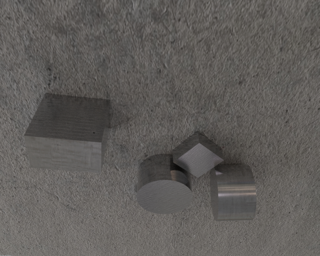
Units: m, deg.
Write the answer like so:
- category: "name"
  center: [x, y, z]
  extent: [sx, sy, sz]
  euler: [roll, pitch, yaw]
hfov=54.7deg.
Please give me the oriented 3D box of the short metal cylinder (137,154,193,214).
- category: "short metal cylinder"
  center: [0.007, 0.084, 0.463]
  extent: [0.081, 0.050, 0.079]
  euler: [0, 130, 0]

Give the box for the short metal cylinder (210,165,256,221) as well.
- category: "short metal cylinder"
  center: [0.104, 0.094, 0.452]
  extent: [0.050, 0.080, 0.079]
  euler: [-2, 130, 1]

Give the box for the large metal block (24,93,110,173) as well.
- category: "large metal block"
  center: [-0.106, 0.005, 0.374]
  extent: [0.081, 0.080, 0.050]
  euler: [5, 130, -5]

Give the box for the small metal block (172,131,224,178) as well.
- category: "small metal block"
  center: [0.054, 0.038, 0.441]
  extent: [0.050, 0.025, 0.050]
  euler: [34, 122, -26]
